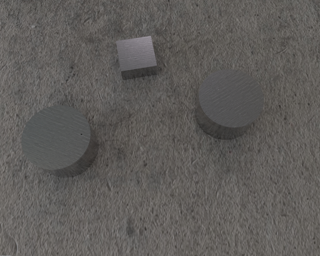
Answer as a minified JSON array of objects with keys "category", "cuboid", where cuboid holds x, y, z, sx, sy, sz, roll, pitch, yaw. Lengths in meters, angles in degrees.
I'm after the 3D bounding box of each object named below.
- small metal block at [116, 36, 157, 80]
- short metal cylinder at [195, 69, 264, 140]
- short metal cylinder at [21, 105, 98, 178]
[{"category":"small metal block","cuboid":[-0.033,-0.100,0.444,0.050,0.025,0.050,-10,70,-4]},{"category":"short metal cylinder","cuboid":[0.088,-0.030,0.406,0.081,0.050,0.080,0,70,0]},{"category":"short metal cylinder","cuboid":[-0.122,0.018,0.387,0.081,0.050,0.080,0,70,0]}]
